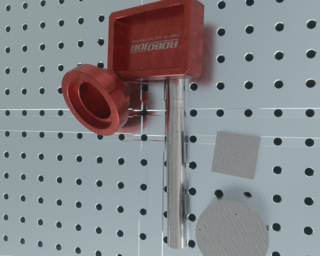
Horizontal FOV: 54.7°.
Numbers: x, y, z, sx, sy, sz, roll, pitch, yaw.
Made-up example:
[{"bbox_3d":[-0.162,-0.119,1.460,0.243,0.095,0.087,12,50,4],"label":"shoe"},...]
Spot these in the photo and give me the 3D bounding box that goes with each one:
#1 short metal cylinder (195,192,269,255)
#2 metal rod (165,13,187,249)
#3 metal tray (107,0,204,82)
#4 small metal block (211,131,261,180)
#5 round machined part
[{"bbox_3d":[0.087,0.121,0.368,0.080,0.050,0.079,0,90,19],"label":"short metal cylinder"},{"bbox_3d":[0.021,0.004,0.404,0.025,0.025,0.298,-1,90,19],"label":"metal rod"},{"bbox_3d":[-0.010,-0.107,0.391,0.130,0.030,0.089,4,92,37],"label":"metal tray"},{"bbox_3d":[0.094,0.032,0.379,0.050,0.025,0.050,9,93,19],"label":"small metal block"},{"bbox_3d":[-0.080,-0.041,0.414,0.098,0.042,0.097,23,136,25],"label":"round machined part"}]
